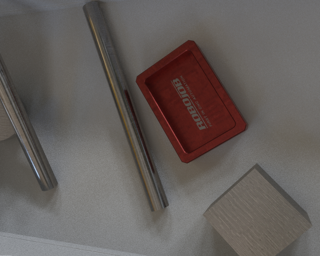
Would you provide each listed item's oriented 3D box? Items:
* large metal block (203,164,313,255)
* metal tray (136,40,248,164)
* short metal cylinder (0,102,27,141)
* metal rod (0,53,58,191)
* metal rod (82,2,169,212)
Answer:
[{"bbox_3d":[0.111,0.100,0.358,0.080,0.050,0.080,-46,76,14],"label":"large metal block"},{"bbox_3d":[0.039,-0.032,0.393,0.090,0.030,0.130,-33,80,16],"label":"metal tray"},{"bbox_3d":[-0.244,-0.019,0.461,0.081,0.050,0.079,0,88,-16],"label":"short metal cylinder"},{"bbox_3d":[-0.207,-0.046,0.421,0.025,0.025,0.298,-9,110,19],"label":"metal rod"},{"bbox_3d":[-0.049,-0.034,0.426,0.025,0.025,0.299,-22,83,18],"label":"metal rod"}]
